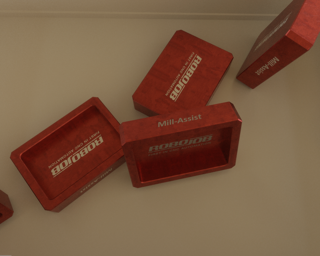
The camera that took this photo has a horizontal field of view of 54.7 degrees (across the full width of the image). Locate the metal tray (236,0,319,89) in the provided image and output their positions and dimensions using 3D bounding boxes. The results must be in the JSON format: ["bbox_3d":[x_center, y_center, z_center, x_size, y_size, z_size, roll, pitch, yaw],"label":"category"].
[{"bbox_3d":[0.154,-0.112,0.394,0.030,0.130,0.090,32,73,-3],"label":"metal tray"}]

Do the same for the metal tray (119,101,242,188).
[{"bbox_3d":[0.025,0.022,0.364,0.131,0.090,0.030,-11,47,-4],"label":"metal tray"}]

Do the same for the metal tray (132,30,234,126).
[{"bbox_3d":[0.033,-0.065,0.431,0.090,0.030,0.130,29,72,10],"label":"metal tray"}]

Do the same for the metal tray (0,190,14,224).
[{"bbox_3d":[-0.231,0.081,0.321,0.090,0.130,0.030,-34,53,-11],"label":"metal tray"}]

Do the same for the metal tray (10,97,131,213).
[{"bbox_3d":[-0.107,0.032,0.394,0.131,0.030,0.090,-37,74,-13],"label":"metal tray"}]
